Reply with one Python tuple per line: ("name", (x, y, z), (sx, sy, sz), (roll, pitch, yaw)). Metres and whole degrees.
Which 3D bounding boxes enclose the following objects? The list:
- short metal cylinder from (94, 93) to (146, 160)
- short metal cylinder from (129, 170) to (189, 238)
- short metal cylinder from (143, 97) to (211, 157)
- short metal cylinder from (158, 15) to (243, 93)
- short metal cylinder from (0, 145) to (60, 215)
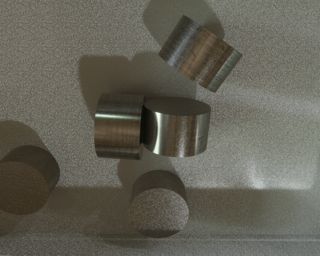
("short metal cylinder", (-0.046, -0.002, 0.379), (0.050, 0.080, 0.079), (4, 110, 1))
("short metal cylinder", (-0.002, 0.106, 0.437), (0.081, 0.050, 0.079), (0, 110, -1))
("short metal cylinder", (0.020, -0.004, 0.381), (0.081, 0.080, 0.050), (3, 110, -2))
("short metal cylinder", (0.045, -0.084, 0.352), (0.080, 0.080, 0.050), (31, 107, -11))
("short metal cylinder", (-0.184, 0.070, 0.421), (0.081, 0.050, 0.079), (0, 110, -1))
